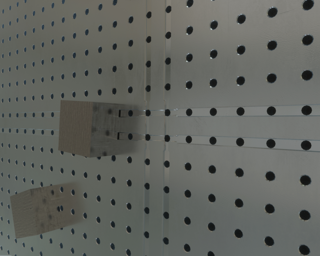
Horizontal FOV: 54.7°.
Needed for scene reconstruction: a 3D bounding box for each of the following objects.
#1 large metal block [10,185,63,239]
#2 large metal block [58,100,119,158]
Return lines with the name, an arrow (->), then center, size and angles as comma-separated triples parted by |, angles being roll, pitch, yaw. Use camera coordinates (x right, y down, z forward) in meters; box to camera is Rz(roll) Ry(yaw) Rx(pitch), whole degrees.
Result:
large metal block -> -0.233, 0.157, 0.582 | 0.080, 0.050, 0.080 | -22, 76, 37
large metal block -> -0.112, -0.001, 0.483 | 0.080, 0.050, 0.079 | 6, 94, 39
